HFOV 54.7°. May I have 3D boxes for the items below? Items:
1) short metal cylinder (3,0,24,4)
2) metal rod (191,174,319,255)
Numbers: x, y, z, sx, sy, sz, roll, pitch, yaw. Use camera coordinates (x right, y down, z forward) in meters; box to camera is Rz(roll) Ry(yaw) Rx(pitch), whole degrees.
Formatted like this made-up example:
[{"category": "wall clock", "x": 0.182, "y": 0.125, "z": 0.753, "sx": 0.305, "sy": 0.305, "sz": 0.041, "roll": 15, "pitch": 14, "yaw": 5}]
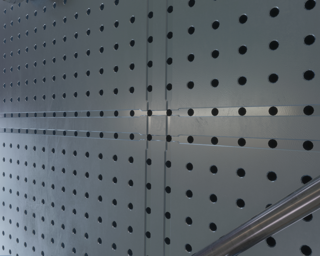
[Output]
[{"category": "short metal cylinder", "x": -0.290, "y": -0.295, "z": 0.613, "sx": 0.050, "sy": 0.081, "sz": 0.080, "roll": -8, "pitch": 85, "yaw": 40}, {"category": "metal rod", "x": 0.079, "y": 0.129, "z": 0.343, "sx": 0.299, "sy": 0.025, "sz": 0.025, "roll": -46, "pitch": 63, "yaw": 30}]
